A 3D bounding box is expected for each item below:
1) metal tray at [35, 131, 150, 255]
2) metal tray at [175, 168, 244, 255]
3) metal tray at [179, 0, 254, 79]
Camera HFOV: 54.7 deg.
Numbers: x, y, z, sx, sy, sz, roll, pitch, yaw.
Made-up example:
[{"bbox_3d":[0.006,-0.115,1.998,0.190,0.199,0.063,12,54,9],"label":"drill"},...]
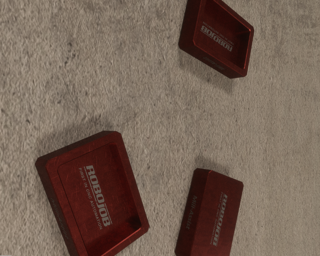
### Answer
[{"bbox_3d":[-0.070,0.078,0.344,0.091,0.030,0.129,-25,106,-37],"label":"metal tray"},{"bbox_3d":[0.078,0.135,0.470,0.090,0.030,0.130,25,74,-38],"label":"metal tray"},{"bbox_3d":[0.092,-0.141,0.480,0.131,0.030,0.090,19,78,-39],"label":"metal tray"}]
